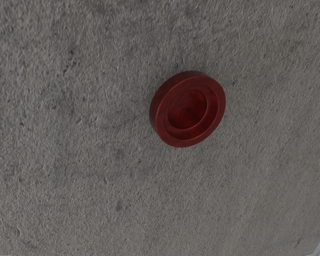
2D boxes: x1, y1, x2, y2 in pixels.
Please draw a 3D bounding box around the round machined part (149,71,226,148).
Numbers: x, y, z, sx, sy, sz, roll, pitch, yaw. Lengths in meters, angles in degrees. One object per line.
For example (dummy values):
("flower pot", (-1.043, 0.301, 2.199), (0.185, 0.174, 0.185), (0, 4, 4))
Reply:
("round machined part", (0.031, -0.027, 0.395), (0.099, 0.042, 0.097), (-14, 124, -21))
